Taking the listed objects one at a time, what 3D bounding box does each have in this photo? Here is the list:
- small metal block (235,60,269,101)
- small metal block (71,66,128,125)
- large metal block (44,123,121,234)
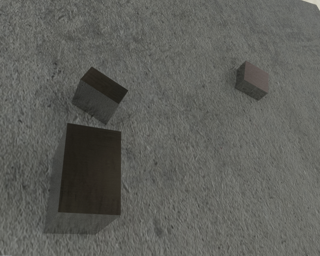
[{"bbox_3d":[0.162,-0.083,0.545,0.050,0.025,0.050,26,52,-13],"label":"small metal block"},{"bbox_3d":[-0.073,-0.037,0.372,0.050,0.050,0.025,33,51,-7],"label":"small metal block"},{"bbox_3d":[-0.074,0.052,0.297,0.050,0.080,0.080,10,57,-23],"label":"large metal block"}]
